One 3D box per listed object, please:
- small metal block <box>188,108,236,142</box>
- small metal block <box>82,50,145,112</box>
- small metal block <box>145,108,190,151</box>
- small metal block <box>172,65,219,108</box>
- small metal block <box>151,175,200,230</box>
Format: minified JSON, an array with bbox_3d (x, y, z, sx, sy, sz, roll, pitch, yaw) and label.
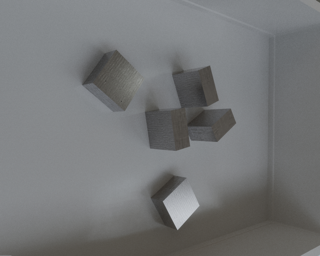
[{"bbox_3d":[0.074,-0.005,0.455,0.050,0.050,0.025,-39,114,-33],"label":"small metal block"},{"bbox_3d":[-0.053,-0.054,0.363,0.050,0.025,0.050,43,64,-32],"label":"small metal block"},{"bbox_3d":[0.009,0.001,0.400,0.025,0.050,0.050,-14,99,-40],"label":"small metal block"},{"bbox_3d":[0.049,-0.057,0.434,0.025,0.050,0.050,-28,108,-37],"label":"small metal block"},{"bbox_3d":[0.022,0.102,0.428,0.050,0.025,0.050,-38,114,-33],"label":"small metal block"}]
